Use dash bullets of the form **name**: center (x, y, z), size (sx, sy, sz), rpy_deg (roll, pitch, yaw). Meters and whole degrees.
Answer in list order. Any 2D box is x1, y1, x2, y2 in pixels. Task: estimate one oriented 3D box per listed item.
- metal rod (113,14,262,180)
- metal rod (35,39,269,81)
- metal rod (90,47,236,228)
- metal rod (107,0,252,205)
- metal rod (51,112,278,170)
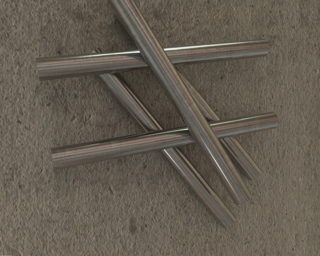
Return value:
- **metal rod**: center (0.046, -0.040, 0.428), size (0.025, 0.025, 0.300), rpy_deg (-45, 104, -15)
- **metal rod**: center (0.007, -0.089, 0.387), size (0.303, 0.025, 0.025), rpy_deg (-10, 94, -20)
- **metal rod**: center (0.007, 0.022, 0.413), size (0.025, 0.025, 0.300), rpy_deg (-43, 104, -15)
- **metal rod**: center (0.027, -0.032, 0.368), size (0.025, 0.025, 0.299), rpy_deg (-37, 102, -17)
- **metal rod**: center (0.022, 0.011, 0.393), size (0.303, 0.025, 0.025), rpy_deg (-9, 93, -20)
